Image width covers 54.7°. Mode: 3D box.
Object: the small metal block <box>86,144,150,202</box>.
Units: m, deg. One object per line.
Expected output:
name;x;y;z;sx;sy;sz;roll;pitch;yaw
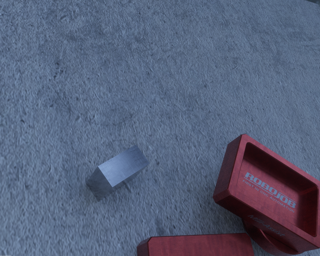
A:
small metal block;-0.046;0.049;0.333;0.050;0.050;0.025;-29;78;-38

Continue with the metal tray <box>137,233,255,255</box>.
metal tray;0.045;0.162;0.326;0.131;0.030;0.090;7;59;-25

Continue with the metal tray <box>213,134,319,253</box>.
metal tray;0.134;0.076;0.372;0.130;0.030;0.090;32;52;-8

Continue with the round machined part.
round machined part;0.146;0.115;0.401;0.099;0.042;0.098;14;56;-21
